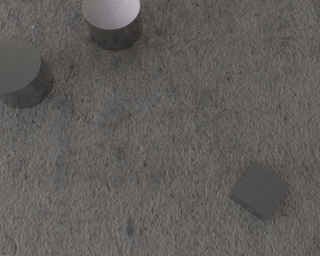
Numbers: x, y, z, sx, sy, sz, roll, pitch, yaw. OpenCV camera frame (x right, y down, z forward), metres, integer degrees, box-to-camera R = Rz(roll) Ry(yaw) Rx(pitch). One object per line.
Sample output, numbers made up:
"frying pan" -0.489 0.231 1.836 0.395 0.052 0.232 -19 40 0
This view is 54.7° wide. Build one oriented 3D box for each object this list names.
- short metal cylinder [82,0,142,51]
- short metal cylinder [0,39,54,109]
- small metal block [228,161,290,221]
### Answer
"short metal cylinder" -0.068 -0.161 0.453 0.081 0.050 0.080 0 70 0
"short metal cylinder" -0.193 -0.072 0.420 0.081 0.050 0.080 0 70 0
"small metal block" 0.121 0.077 0.381 0.050 0.025 0.050 36 74 12
